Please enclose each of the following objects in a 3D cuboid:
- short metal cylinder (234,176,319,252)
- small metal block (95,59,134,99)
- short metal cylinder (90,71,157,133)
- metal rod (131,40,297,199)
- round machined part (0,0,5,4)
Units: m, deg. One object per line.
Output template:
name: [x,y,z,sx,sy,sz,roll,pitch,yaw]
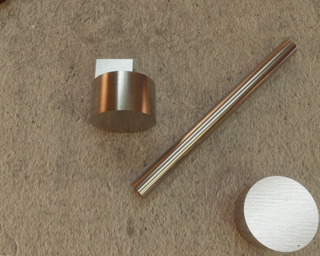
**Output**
short metal cylinder: [0.131,0.100,0.359,0.081,0.050,0.080,0,70,0]
small metal block: [-0.063,-0.068,0.432,0.050,0.025,0.050,0,70,0]
short metal cylinder: [-0.045,-0.030,0.389,0.081,0.080,0.050,-1,70,-1]
metal rod: [0.081,-0.020,0.415,0.301,0.025,0.025,-42,76,-14]
round machined part: [-0.274,-0.228,0.480,0.099,0.042,0.098,0,70,0]
